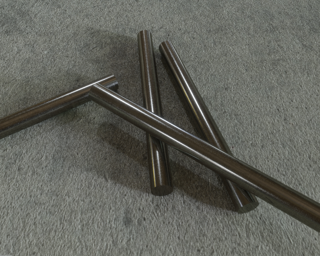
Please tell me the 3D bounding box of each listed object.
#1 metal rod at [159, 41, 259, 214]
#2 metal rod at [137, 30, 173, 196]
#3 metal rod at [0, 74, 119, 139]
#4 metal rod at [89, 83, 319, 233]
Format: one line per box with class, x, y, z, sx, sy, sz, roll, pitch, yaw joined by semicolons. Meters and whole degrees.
metal rod;0.052;-0.025;0.423;0.025;0.025;0.300;-13;51;-11
metal rod;-0.012;-0.044;0.440;0.025;0.025;0.300;-4;50;-4
metal rod;-0.193;-0.005;0.406;0.302;0.025;0.025;-27;55;-21
metal rod;0.036;0.021;0.351;0.300;0.025;0.025;29;56;22
